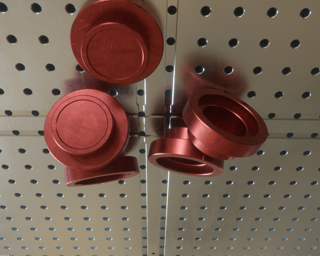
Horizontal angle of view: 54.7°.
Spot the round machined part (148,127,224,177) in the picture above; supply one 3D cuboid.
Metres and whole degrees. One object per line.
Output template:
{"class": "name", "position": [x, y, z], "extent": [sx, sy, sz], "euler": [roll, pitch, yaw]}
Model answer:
{"class": "round machined part", "position": [0.036, 0.031, 0.409], "extent": [0.099, 0.042, 0.098], "euler": [10, 160, 4]}

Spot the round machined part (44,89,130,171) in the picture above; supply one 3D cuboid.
{"class": "round machined part", "position": [-0.086, 0.000, 0.360], "extent": [0.099, 0.098, 0.042], "euler": [0, 167, -1]}

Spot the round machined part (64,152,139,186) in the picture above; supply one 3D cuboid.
{"class": "round machined part", "position": [-0.080, 0.049, 0.421], "extent": [0.099, 0.042, 0.098], "euler": [-10, 166, -2]}

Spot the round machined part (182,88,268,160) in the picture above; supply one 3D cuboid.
{"class": "round machined part", "position": [0.071, -0.001, 0.364], "extent": [0.099, 0.098, 0.042], "euler": [15, 127, -13]}

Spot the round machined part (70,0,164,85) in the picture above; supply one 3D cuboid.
{"class": "round machined part", "position": [-0.045, -0.086, 0.327], "extent": [0.099, 0.042, 0.097], "euler": [-1, 130, 0]}
